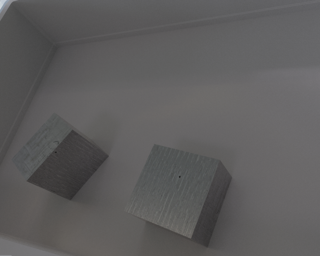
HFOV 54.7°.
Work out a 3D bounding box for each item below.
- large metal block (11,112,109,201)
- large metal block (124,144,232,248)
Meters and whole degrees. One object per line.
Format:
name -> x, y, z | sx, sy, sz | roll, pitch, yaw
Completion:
large metal block -> -0.131, 0.040, 0.415 | 0.050, 0.080, 0.080 | 35, 81, 38
large metal block -> 0.021, 0.071, 0.335 | 0.080, 0.050, 0.080 | 12, 68, 33
